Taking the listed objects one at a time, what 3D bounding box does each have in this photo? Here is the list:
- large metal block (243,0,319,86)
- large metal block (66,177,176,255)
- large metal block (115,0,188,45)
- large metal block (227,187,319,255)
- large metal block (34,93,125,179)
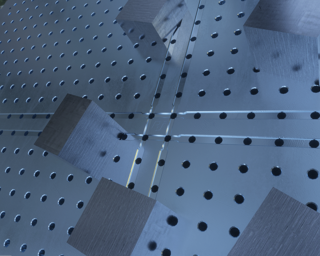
[{"bbox_3d":[0.152,-0.101,0.356,0.080,0.080,0.050,25,75,37],"label":"large metal block"},{"bbox_3d":[-0.042,0.111,0.347,0.080,0.050,0.080,15,69,34],"label":"large metal block"},{"bbox_3d":[-0.013,-0.190,0.517,0.080,0.050,0.080,20,72,35],"label":"large metal block"},{"bbox_3d":[0.114,0.111,0.264,0.080,0.050,0.080,30,78,38],"label":"large metal block"},{"bbox_3d":[-0.106,0.012,0.423,0.050,0.080,0.080,17,71,35],"label":"large metal block"}]
